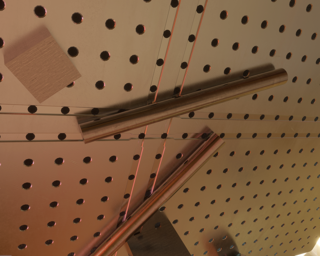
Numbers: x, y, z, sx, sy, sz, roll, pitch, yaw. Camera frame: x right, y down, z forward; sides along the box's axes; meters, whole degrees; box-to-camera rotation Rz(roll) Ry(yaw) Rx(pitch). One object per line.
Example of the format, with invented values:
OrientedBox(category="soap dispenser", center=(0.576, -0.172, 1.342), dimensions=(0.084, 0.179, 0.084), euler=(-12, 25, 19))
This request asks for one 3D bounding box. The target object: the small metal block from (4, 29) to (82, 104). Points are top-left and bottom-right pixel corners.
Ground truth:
OrientedBox(category="small metal block", center=(-0.116, -0.061, 0.310), dimensions=(0.050, 0.025, 0.050), euler=(-35, 129, -5))

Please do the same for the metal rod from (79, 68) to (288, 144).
OrientedBox(category="metal rod", center=(0.045, -0.035, 0.413), dimensions=(0.302, 0.025, 0.025), euler=(-17, 125, -19))

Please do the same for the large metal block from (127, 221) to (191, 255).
OrientedBox(category="large metal block", center=(-0.001, 0.212, 0.506), dimensions=(0.081, 0.080, 0.050), euler=(-17, 125, -19))

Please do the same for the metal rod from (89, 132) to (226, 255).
OrientedBox(category="metal rod", center=(-0.014, 0.121, 0.477), dimensions=(0.300, 0.025, 0.025), euler=(-45, 129, 3))
